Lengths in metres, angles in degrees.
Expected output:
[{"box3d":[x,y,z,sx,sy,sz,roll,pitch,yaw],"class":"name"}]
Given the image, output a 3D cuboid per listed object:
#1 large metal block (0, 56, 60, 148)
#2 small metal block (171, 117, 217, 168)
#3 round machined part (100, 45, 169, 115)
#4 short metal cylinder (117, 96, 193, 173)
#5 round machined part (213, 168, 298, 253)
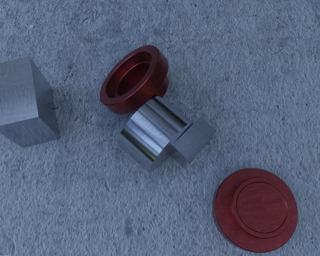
[{"box3d":[-0.168,-0.029,0.388,0.050,0.080,0.080,-14,71,-5],"class":"large metal block"},{"box3d":[0.040,0.020,0.388,0.025,0.050,0.050,43,75,13],"class":"small metal block"},{"box3d":[-0.028,-0.057,0.402,0.098,0.042,0.098,-27,40,26],"class":"round machined part"},{"box3d":[-0.005,0.008,0.376,0.050,0.080,0.080,41,75,12],"class":"short metal cylinder"},{"box3d":[0.114,0.095,0.366,0.099,0.042,0.098,0,70,-1],"class":"round machined part"}]
